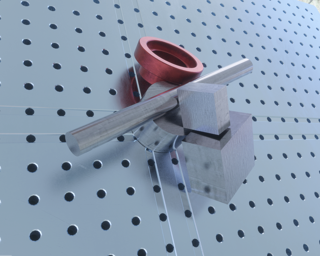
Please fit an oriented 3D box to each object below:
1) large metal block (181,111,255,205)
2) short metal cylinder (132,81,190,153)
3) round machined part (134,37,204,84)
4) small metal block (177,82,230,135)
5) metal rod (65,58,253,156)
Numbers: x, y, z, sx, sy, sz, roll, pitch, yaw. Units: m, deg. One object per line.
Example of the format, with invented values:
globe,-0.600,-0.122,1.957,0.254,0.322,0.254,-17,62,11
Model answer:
large metal block,0.076,0.032,0.386,0.080,0.050,0.080,-41,130,-39
short metal cylinder,0.008,-0.014,0.406,0.081,0.050,0.080,14,56,-21
round machined part,0.009,-0.088,0.442,0.099,0.042,0.098,19,31,-12
small metal block,0.051,-0.024,0.357,0.025,0.050,0.050,-34,123,-38
metal rod,0.025,-0.039,0.382,0.302,0.025,0.025,-27,77,-37
